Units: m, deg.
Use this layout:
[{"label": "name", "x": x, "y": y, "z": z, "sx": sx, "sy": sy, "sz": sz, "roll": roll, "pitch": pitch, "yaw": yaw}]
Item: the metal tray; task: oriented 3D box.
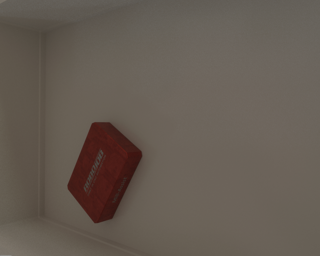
[{"label": "metal tray", "x": -0.089, "y": 0.067, "z": 0.474, "sx": 0.090, "sy": 0.030, "sz": 0.129, "roll": 39, "pitch": 113, "yaw": 32}]
